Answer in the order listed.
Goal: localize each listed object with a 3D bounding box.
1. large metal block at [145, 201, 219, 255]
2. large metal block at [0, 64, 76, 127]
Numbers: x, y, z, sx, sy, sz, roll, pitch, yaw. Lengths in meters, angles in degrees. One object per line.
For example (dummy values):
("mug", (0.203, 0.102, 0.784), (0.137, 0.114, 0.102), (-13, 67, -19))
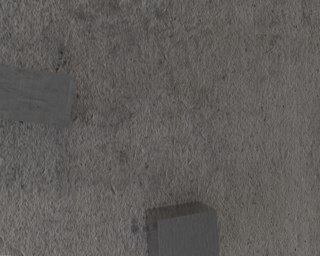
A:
("large metal block", (0.028, 0.147, 0.406), (0.081, 0.050, 0.079), (-4, 92, -20))
("large metal block", (-0.137, -0.031, 0.329), (0.081, 0.080, 0.050), (8, 88, -20))
